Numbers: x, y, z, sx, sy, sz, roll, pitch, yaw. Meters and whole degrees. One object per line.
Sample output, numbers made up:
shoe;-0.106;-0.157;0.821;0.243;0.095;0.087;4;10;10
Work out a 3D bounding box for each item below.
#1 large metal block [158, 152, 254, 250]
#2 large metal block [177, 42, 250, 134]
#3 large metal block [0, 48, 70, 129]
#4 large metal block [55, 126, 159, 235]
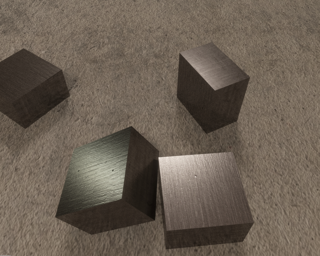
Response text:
large metal block;0.042;0.075;0.325;0.081;0.050;0.080;-4;50;-4
large metal block;0.066;-0.053;0.413;0.050;0.080;0.080;-22;54;-18
large metal block;-0.189;-0.057;0.433;0.080;0.050;0.080;30;56;22
large metal block;-0.050;0.055;0.317;0.080;0.050;0.080;-21;45;26
